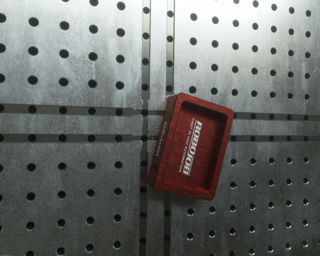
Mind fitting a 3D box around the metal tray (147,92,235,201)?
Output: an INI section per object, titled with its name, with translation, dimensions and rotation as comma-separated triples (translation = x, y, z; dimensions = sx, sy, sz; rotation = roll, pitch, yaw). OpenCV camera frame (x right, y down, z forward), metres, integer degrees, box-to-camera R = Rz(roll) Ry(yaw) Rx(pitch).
[metal tray]
translation = 0.043, 0.026, 0.425
dimensions = 0.091, 0.030, 0.129
rotation = 16, 85, -19
